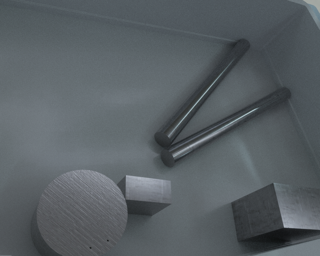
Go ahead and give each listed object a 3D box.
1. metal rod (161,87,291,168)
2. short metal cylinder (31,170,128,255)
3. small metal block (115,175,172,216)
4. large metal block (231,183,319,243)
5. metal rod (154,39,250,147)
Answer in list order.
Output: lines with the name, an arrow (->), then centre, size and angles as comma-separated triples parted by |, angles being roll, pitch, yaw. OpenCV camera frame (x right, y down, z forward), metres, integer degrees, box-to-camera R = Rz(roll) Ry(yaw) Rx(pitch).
metal rod -> 0.119, -0.012, 0.479 | 0.302, 0.025, 0.025 | -25, 76, -37
short metal cylinder -> -0.078, 0.086, 0.296 | 0.081, 0.050, 0.080 | 14, 56, -21
small metal block -> -0.022, 0.074, 0.334 | 0.050, 0.050, 0.025 | 11, 57, -23
large metal block -> 0.150, 0.109, 0.387 | 0.081, 0.080, 0.050 | 11, 57, -23
metal rod -> 0.082, -0.071, 0.495 | 0.025, 0.025, 0.301 | 42, 51, 0
